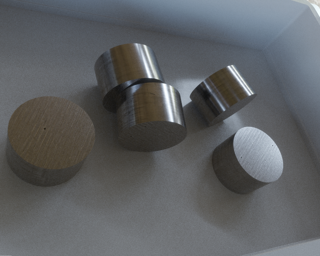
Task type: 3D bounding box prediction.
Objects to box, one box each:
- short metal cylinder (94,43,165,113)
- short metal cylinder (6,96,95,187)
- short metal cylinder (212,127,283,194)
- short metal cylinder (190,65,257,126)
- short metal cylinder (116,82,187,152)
[{"bbox_3d":[-0.037,-0.059,0.387,0.081,0.080,0.050,-4,64,-30],"label":"short metal cylinder"},{"bbox_3d":[-0.113,0.014,0.320,0.081,0.050,0.080,14,56,-21],"label":"short metal cylinder"},{"bbox_3d":[0.120,0.045,0.426,0.081,0.050,0.080,14,56,-21],"label":"short metal cylinder"},{"bbox_3d":[0.091,-0.046,0.447,0.081,0.080,0.050,-23,74,-36],"label":"short metal cylinder"},{"bbox_3d":[-0.011,-0.010,0.370,0.081,0.080,0.050,6,59,-25],"label":"short metal cylinder"}]
